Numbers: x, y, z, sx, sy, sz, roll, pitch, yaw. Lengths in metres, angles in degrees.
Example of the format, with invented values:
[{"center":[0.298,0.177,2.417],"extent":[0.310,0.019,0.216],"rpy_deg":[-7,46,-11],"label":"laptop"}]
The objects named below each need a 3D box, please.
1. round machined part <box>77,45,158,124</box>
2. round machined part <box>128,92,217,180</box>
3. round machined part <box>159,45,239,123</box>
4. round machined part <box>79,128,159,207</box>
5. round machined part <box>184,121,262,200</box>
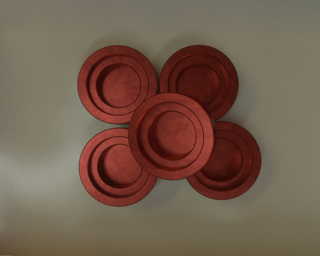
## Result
[{"center":[-0.052,-0.053,0.400],"extent":[0.099,0.042,0.097],"rpy_deg":[0,90,-1],"label":"round machined part"},{"center":[0.016,0.008,0.359],"extent":[0.098,0.042,0.097],"rpy_deg":[2,95,18],"label":"round machined part"},{"center":[0.048,-0.054,0.402],"extent":[0.099,0.042,0.097],"rpy_deg":[0,90,-1],"label":"round machined part"},{"center":[-0.051,0.048,0.401],"extent":[0.099,0.042,0.097],"rpy_deg":[0,90,-1],"label":"round machined part"},{"center":[0.076,0.040,0.402],"extent":[0.099,0.042,0.097],"rpy_deg":[0,90,-1],"label":"round machined part"}]
